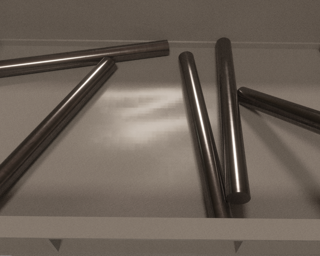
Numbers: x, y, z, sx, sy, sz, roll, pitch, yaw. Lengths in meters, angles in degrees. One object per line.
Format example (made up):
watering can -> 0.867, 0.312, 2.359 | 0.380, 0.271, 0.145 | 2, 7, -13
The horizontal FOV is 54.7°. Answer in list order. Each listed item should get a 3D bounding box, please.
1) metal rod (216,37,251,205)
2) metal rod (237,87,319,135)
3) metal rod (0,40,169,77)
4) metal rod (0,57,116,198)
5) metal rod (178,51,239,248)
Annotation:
metal rod -> 0.094, -0.035, 0.423 | 0.025, 0.025, 0.300 | 4, 46, 3
metal rod -> 0.194, 0.003, 0.330 | 0.025, 0.025, 0.300 | -26, 32, -21
metal rod -> -0.134, -0.110, 0.495 | 0.302, 0.025, 0.025 | -10, 51, -9
metal rod -> -0.145, 0.002, 0.401 | 0.025, 0.025, 0.301 | 20, 53, 16
metal rod -> 0.054, 0.001, 0.405 | 0.025, 0.025, 0.300 | -3, 50, -3
